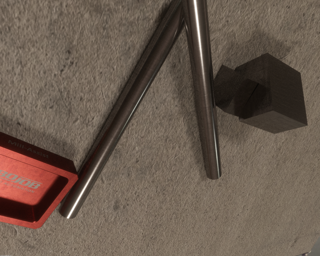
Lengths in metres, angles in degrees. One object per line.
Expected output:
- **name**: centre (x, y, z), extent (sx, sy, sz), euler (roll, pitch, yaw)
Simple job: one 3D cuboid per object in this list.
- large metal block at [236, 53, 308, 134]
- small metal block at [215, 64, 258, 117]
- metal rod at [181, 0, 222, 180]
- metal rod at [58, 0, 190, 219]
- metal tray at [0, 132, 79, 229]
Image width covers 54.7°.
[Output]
- **large metal block**: centre (0.151, -0.044, 0.422), extent (0.081, 0.050, 0.080), euler (16, 66, -35)
- **small metal block**: centre (0.093, -0.050, 0.412), extent (0.025, 0.050, 0.050), euler (15, 111, -33)
- **metal rod**: centre (0.060, -0.032, 0.402), extent (0.025, 0.025, 0.298), euler (-26, 134, -12)
- **metal rod**: centre (-0.047, -0.013, 0.373), extent (0.025, 0.025, 0.298), euler (21, 107, -36)
- **metal tray**: centre (-0.171, 0.058, 0.346), extent (0.130, 0.030, 0.090), euler (32, 101, -39)
